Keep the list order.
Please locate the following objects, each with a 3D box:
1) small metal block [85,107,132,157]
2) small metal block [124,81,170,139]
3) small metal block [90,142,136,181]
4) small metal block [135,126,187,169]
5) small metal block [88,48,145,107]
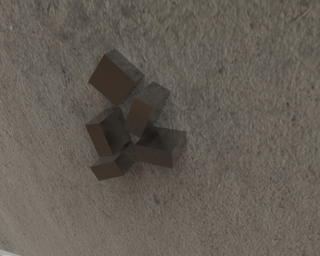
[{"bbox_3d":[-0.070,0.005,0.429,0.025,0.050,0.050,-5,116,30],"label":"small metal block"},{"bbox_3d":[-0.016,-0.023,0.384,0.025,0.050,0.050,30,128,9],"label":"small metal block"},{"bbox_3d":[-0.065,0.049,0.453,0.050,0.050,0.025,-17,109,34],"label":"small metal block"},{"bbox_3d":[0.002,0.023,0.403,0.050,0.050,0.025,10,123,22],"label":"small metal block"},{"bbox_3d":[-0.056,-0.063,0.396,0.050,0.025,0.050,42,129,-1],"label":"small metal block"}]
